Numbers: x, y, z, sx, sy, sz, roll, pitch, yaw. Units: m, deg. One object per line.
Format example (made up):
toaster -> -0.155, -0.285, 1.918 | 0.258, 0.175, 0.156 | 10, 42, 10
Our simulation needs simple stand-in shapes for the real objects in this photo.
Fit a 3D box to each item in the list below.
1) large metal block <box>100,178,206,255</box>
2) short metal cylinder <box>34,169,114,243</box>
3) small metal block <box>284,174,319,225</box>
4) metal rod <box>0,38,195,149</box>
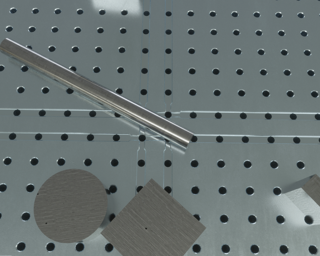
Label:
large metal block -> -0.007, 0.118, 0.355 | 0.080, 0.050, 0.080 | 41, 75, 13
short metal cylinder -> -0.098, 0.092, 0.363 | 0.081, 0.050, 0.080 | 0, 70, 0
small metal block -> 0.185, 0.086, 0.369 | 0.025, 0.050, 0.050 | -38, 75, -13
metal rod -> -0.092, -0.051, 0.429 | 0.301, 0.025, 0.025 | 27, 72, 9
